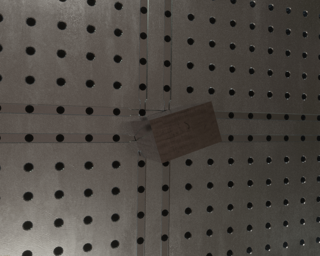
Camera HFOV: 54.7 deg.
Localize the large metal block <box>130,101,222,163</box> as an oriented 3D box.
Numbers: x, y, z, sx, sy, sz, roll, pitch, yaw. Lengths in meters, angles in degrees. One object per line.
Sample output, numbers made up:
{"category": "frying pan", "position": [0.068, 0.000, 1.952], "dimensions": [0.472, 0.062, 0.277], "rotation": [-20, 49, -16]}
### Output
{"category": "large metal block", "position": [0.017, 0.003, 0.391], "dimensions": [0.081, 0.080, 0.050], "rotation": [-18, 97, -19]}
